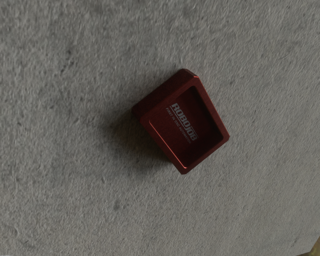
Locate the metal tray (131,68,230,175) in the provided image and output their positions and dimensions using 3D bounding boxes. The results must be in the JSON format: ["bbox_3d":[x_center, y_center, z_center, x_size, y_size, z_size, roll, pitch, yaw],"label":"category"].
[{"bbox_3d":[0.033,-0.004,0.420,0.090,0.030,0.130,-39,130,-3],"label":"metal tray"}]
